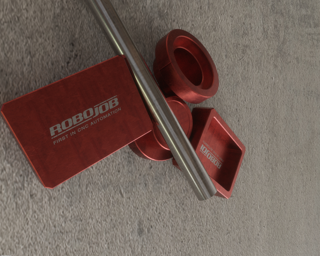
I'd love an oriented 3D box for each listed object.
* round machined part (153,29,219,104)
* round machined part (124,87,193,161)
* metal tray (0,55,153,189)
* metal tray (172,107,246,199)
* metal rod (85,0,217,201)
[{"bbox_3d":[0.030,-0.076,0.405,0.099,0.042,0.098,25,52,-36],"label":"round machined part"},{"bbox_3d":[0.004,-0.006,0.399,0.099,0.042,0.097,0,90,-40],"label":"round machined part"},{"bbox_3d":[-0.080,-0.010,0.321,0.131,0.030,0.090,-31,107,-27],"label":"metal tray"},{"bbox_3d":[0.077,0.039,0.453,0.130,0.030,0.090,42,64,-44],"label":"metal tray"},{"bbox_3d":[-0.017,-0.051,0.348,0.025,0.025,0.299,-34,98,-35],"label":"metal rod"}]
